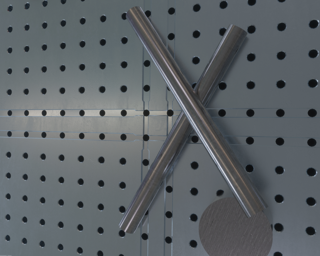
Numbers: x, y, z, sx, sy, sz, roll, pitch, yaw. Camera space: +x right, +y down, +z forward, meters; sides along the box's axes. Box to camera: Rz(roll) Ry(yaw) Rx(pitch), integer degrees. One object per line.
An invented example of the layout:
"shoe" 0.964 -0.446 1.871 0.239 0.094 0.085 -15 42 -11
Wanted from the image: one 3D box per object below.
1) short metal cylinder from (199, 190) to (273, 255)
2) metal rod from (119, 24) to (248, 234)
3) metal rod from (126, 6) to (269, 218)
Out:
"short metal cylinder" 0.091 0.117 0.367 0.080 0.050 0.080 0 90 20
"metal rod" 0.025 0.009 0.403 0.025 0.025 0.299 32 100 17
"metal rod" 0.033 -0.035 0.373 0.025 0.025 0.299 -35 69 16
